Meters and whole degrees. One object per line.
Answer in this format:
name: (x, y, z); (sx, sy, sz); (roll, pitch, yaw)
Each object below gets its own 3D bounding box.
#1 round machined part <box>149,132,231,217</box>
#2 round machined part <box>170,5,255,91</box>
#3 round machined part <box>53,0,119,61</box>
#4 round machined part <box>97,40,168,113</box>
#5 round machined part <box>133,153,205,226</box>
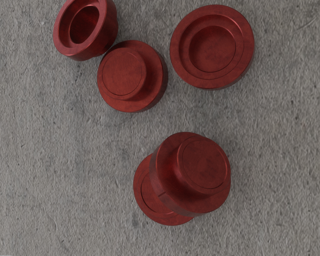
round machined part: (0.041, 0.048, 0.353); (0.098, 0.099, 0.042); (58, 144, 11)
round machined part: (0.065, -0.094, 0.377); (0.098, 0.042, 0.097); (0, 90, 20)
round machined part: (-0.096, -0.137, 0.424); (0.098, 0.042, 0.098); (-9, 73, 30)
round machined part: (-0.042, -0.069, 0.415); (0.098, 0.042, 0.097); (0, 90, 20)
round machined part: (0.010, 0.077, 0.396); (0.098, 0.042, 0.097); (0, 90, 20)
